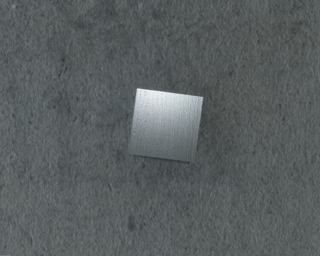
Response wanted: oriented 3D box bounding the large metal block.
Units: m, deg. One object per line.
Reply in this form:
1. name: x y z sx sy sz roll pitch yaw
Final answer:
1. large metal block: 0.007 -0.003 0.398 0.081 0.050 0.080 7 90 -1
